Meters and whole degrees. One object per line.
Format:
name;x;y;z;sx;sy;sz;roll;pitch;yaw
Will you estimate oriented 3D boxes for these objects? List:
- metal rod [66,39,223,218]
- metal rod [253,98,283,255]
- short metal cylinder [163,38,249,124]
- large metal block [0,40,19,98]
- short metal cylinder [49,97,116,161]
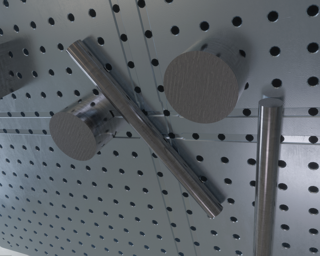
metal rod;-0.016;0.006;0.423;0.025;0.025;0.300;-35;99;38
metal rod;0.136;0.103;0.402;0.025;0.025;0.298;7;122;25
short metal cylinder;0.051;-0.052;0.337;0.080;0.050;0.079;13;124;21
large metal block;-0.279;-0.095;0.483;0.080;0.050;0.079;15;125;19
short metal cylinder;-0.113;0.001;0.456;0.080;0.050;0.079;13;124;21
